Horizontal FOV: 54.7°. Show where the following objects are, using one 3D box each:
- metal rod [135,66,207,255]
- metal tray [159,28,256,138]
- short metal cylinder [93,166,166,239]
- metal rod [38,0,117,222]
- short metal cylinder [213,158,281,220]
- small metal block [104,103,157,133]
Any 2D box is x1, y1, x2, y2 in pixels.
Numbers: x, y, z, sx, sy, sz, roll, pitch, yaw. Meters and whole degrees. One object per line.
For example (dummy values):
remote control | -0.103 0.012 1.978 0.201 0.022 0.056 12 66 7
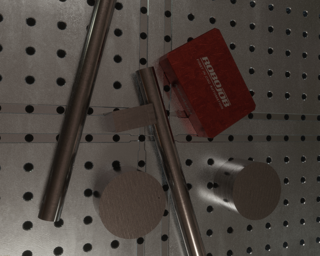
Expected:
metal rod | 0.020 0.066 0.421 0.025 0.025 0.298 -18 96 -19
metal tray | 0.069 -0.062 0.437 0.091 0.030 0.130 -32 101 -17
short metal cylinder | -0.039 0.090 0.386 0.081 0.050 0.079 0 90 -20
metal rod | -0.096 -0.038 0.377 0.025 0.025 0.298 15 85 -20
short metal cylinder | 0.125 0.086 0.447 0.081 0.050 0.079 0 90 -20
small metal block | -0.038 -0.012 0.386 0.050 0.050 0.025 -13 95 -20
